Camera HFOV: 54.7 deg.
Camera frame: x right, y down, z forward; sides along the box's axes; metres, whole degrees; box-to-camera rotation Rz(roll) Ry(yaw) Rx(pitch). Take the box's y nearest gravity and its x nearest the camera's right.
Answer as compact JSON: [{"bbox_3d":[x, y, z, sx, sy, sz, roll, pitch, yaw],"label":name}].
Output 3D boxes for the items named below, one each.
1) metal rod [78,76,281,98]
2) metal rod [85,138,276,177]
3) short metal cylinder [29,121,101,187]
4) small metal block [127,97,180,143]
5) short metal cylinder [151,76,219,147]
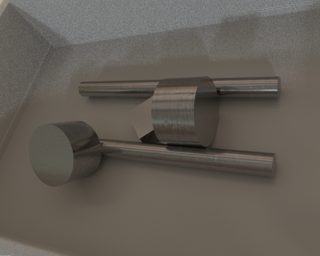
[{"bbox_3d":[0.007,-0.055,0.432,0.300,0.025,0.025,3,64,29],"label":"metal rod"},{"bbox_3d":[-0.014,0.031,0.390,0.300,0.025,0.025,3,63,29],"label":"metal rod"},{"bbox_3d":[-0.125,0.032,0.410,0.080,0.050,0.079,4,98,29],"label":"short metal cylinder"},{"bbox_3d":[-0.009,-0.011,0.414,0.050,0.025,0.050,-33,52,6],"label":"small metal block"},{"bbox_3d":[0.032,-0.019,0.363,0.050,0.080,0.080,2,63,29],"label":"short metal cylinder"}]
